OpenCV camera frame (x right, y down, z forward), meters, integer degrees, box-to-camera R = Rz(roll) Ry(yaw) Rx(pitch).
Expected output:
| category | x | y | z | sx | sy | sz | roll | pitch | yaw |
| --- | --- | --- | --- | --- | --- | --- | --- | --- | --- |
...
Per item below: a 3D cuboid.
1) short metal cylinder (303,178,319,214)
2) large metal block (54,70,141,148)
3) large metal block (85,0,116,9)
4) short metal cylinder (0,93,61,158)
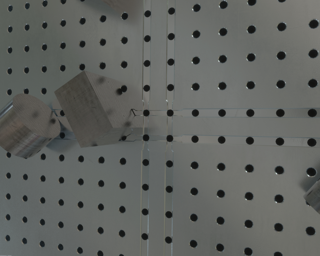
| category | x | y | z | sx | sy | sz | roll | pitch | yaw |
| --- | --- | --- | --- | --- | --- | --- | --- | --- | --- |
| short metal cylinder | 0.197 | 0.079 | 0.314 | 0.080 | 0.080 | 0.050 | 40 | 103 | 15 |
| large metal block | -0.080 | -0.023 | 0.412 | 0.050 | 0.080 | 0.080 | -31 | 80 | 17 |
| large metal block | -0.108 | -0.211 | 0.422 | 0.080 | 0.080 | 0.050 | 23 | 98 | 18 |
| short metal cylinder | -0.195 | -0.004 | 0.452 | 0.050 | 0.080 | 0.080 | -38 | 78 | 16 |
